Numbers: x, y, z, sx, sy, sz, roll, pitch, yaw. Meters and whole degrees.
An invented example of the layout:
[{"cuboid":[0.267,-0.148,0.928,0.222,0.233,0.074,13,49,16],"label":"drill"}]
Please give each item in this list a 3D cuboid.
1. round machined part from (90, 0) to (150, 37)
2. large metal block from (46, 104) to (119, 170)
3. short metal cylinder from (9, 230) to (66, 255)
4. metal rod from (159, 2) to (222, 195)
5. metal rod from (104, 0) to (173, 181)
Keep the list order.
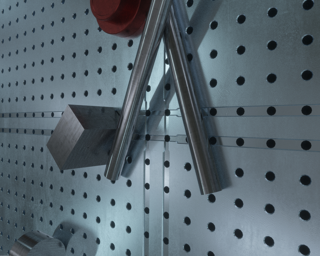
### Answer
[{"cuboid":[-0.064,-0.185,0.448,0.098,0.042,0.097,0,90,39],"label":"round machined part"},{"cuboid":[-0.107,0.013,0.459,0.050,0.081,0.080,51,120,27],"label":"large metal block"},{"cuboid":[-0.217,0.229,0.549,0.050,0.081,0.079,4,93,40],"label":"short metal cylinder"},{"cuboid":[0.027,-0.068,0.385,0.025,0.025,0.299,-21,77,38],"label":"metal rod"},{"cuboid":[-0.029,-0.058,0.408,0.025,0.025,0.298,35,118,34],"label":"metal rod"}]
